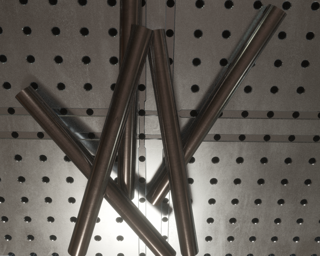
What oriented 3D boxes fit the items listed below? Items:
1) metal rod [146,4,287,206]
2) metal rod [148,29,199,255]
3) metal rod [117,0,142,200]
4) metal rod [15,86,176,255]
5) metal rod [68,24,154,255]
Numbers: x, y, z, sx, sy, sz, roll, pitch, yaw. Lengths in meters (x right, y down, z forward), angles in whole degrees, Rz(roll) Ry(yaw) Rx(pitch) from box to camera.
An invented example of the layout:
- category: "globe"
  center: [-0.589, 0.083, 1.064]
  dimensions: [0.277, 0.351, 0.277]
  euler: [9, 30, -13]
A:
- category: "metal rod"
  center: [0.064, -0.017, 0.407]
  dimensions: [0.025, 0.025, 0.298]
  euler: [28, 107, -10]
- category: "metal rod"
  center: [0.017, 0.028, 0.400]
  dimensions: [0.025, 0.025, 0.298]
  euler: [-9, 101, 3]
- category: "metal rod"
  center: [-0.041, -0.040, 0.398]
  dimensions: [0.025, 0.025, 0.298]
  euler: [3, 110, -2]
- category: "metal rod"
  center: [-0.080, 0.069, 0.416]
  dimensions: [0.025, 0.025, 0.300]
  euler: [-37, 99, 12]
- category: "metal rod"
  center: [-0.064, 0.025, 0.380]
  dimensions: [0.025, 0.025, 0.298]
  euler: [17, 102, -7]
